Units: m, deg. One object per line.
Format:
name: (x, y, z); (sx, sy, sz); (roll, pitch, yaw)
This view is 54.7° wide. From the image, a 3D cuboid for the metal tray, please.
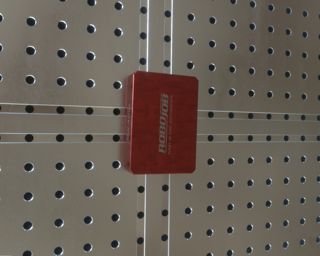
metal tray: (0.002, -0.006, 0.411); (0.091, 0.030, 0.129); (2, 89, -21)
